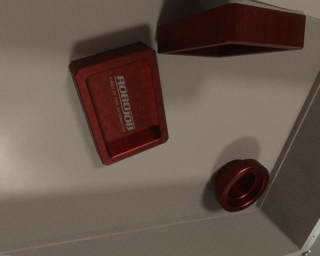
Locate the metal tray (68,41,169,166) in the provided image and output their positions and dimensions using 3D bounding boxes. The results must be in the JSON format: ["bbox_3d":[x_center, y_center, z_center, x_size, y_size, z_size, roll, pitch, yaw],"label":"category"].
[{"bbox_3d":[-0.043,-0.026,0.366,0.091,0.030,0.129,-21,127,-16],"label":"metal tray"}]

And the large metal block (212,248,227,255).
[{"bbox_3d":[0.146,0.317,0.655,0.050,0.080,0.080,-38,130,-3],"label":"large metal block"}]

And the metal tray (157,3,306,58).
[{"bbox_3d":[0.065,-0.094,0.318,0.091,0.130,0.030,-3,99,-27],"label":"metal tray"}]

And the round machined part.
[{"bbox_3d":[0.134,0.093,0.531,0.099,0.042,0.097,-14,125,-21],"label":"round machined part"}]
